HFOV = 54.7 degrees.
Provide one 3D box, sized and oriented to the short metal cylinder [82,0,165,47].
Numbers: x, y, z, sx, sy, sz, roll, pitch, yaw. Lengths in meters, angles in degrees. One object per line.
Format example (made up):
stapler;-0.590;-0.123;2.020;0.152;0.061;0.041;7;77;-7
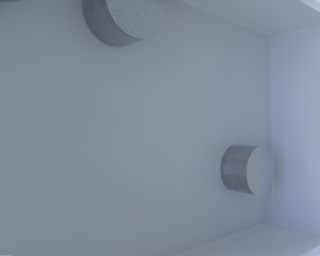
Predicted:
short metal cylinder;-0.041;-0.138;0.357;0.081;0.050;0.079;0;90;-40

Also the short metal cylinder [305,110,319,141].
short metal cylinder;0.370;-0.008;0.688;0.081;0.080;0.050;-25;106;-38

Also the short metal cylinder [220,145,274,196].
short metal cylinder;0.146;0.068;0.516;0.081;0.050;0.079;0;90;-40
